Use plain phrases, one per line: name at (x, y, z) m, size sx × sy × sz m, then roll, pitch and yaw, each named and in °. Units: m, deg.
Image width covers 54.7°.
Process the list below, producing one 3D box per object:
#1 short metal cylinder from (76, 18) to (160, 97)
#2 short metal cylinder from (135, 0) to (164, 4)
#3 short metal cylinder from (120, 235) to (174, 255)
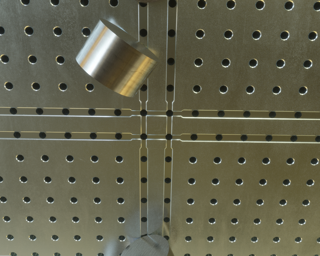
short metal cylinder at (-0.047, -0.080, 0.354) m, size 0.080 × 0.080 × 0.050 m, roll 34°, pitch 107°, yaw -12°
short metal cylinder at (-0.012, -0.177, 0.334) m, size 0.081 × 0.050 × 0.079 m, roll 0°, pitch 110°, yaw 0°
short metal cylinder at (-0.015, 0.207, 0.460) m, size 0.080 × 0.080 × 0.050 m, roll -20°, pitch 109°, yaw 7°
